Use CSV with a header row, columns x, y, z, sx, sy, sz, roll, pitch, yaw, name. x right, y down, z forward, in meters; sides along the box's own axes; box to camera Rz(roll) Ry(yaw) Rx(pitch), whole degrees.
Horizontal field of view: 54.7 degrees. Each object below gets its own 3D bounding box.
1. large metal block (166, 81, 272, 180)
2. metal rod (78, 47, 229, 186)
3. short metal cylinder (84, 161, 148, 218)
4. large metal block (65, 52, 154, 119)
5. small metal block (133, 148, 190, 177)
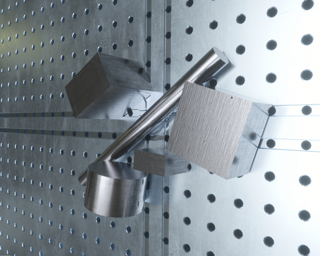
x,y,z,sx,sy,sz,roll,pitch,yaw,name
0.062,0.000,0.337,0.080,0.050,0.079,25,105,37,large metal block
-0.027,0.001,0.428,0.299,0.025,0.025,-41,65,32,metal rod
-0.059,0.080,0.419,0.080,0.081,0.050,15,100,38,short metal cylinder
-0.070,-0.054,0.430,0.080,0.081,0.050,-35,69,34,large metal block
0.003,0.041,0.389,0.050,0.050,0.025,7,95,39,small metal block
